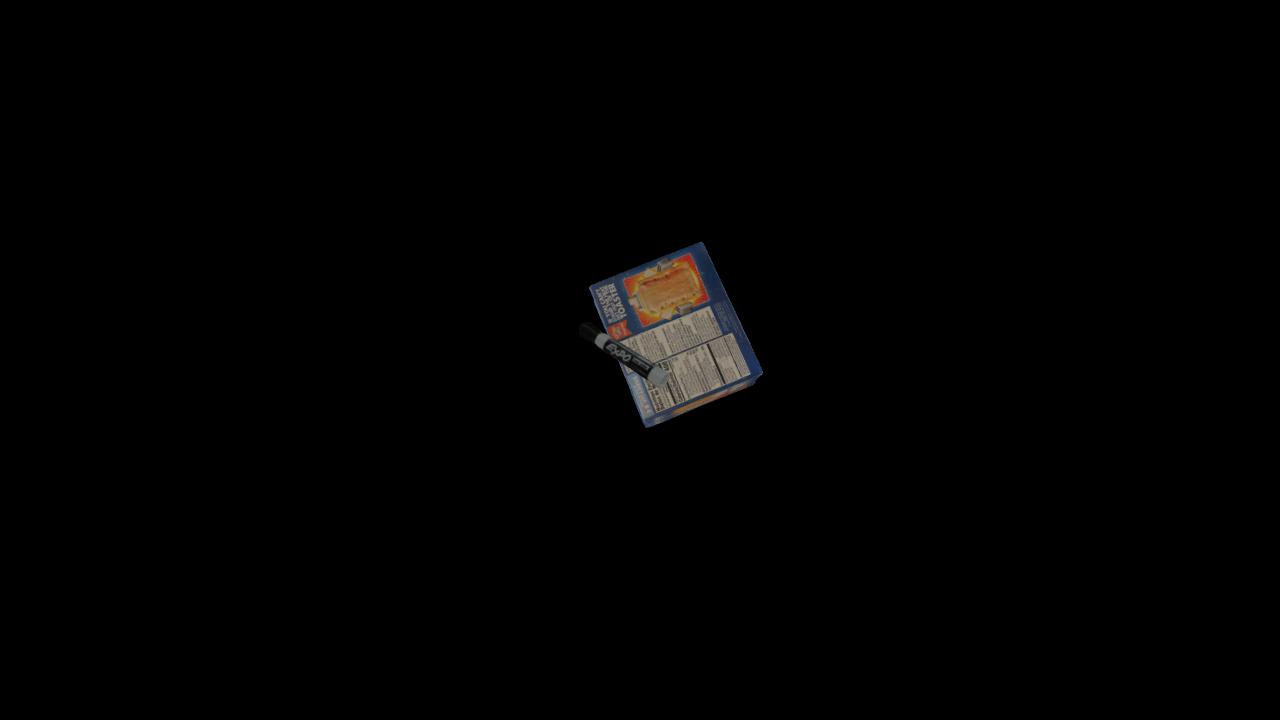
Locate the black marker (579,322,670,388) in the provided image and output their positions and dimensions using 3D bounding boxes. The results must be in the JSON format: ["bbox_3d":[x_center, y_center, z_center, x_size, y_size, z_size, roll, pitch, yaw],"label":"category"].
[{"bbox_3d":[-0.020,-0.008,0.664,0.121,0.020,0.020,33,15,25],"label":"black marker"}]

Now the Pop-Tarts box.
[{"bbox_3d":[0.039,-0.026,0.707,0.141,0.167,0.083,-22,-14,-3],"label":"Pop-Tarts box"}]
